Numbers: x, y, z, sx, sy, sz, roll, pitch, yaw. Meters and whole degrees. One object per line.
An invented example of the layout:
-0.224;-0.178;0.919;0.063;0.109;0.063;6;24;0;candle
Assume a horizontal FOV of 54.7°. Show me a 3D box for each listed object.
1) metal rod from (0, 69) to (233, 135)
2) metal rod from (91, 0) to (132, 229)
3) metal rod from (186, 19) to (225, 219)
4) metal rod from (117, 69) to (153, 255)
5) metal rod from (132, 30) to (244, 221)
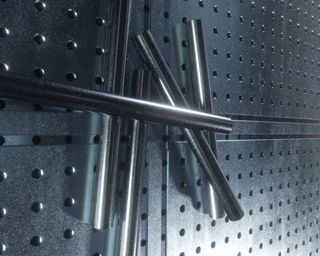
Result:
-0.033;-0.022;0.347;0.302;0.025;0.025;9;84;-33;metal rod
-0.055;-0.036;0.364;0.025;0.025;0.298;7;86;-40;metal rod
0.070;-0.009;0.470;0.025;0.025;0.298;-13;99;-40;metal rod
-0.034;0.077;0.382;0.025;0.025;0.298;8;85;-40;metal rod
0.046;0.008;0.430;0.025;0.025;0.299;-40;109;-33;metal rod
